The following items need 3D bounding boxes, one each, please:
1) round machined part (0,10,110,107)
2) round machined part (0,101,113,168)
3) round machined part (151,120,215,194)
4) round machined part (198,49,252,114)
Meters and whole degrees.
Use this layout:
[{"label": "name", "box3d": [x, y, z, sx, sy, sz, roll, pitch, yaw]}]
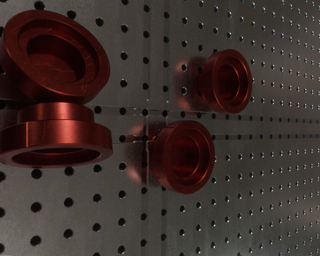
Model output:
[{"label": "round machined part", "box3d": [-0.102, -0.061, 0.297, 0.099, 0.042, 0.098, 23, 48, -28]}, {"label": "round machined part", "box3d": [-0.095, 0.007, 0.287, 0.099, 0.098, 0.042, 7, 68, -40]}, {"label": "round machined part", "box3d": [0.027, 0.038, 0.423, 0.099, 0.042, 0.097, 0, 90, -40]}, {"label": "round machined part", "box3d": [0.098, -0.070, 0.483, 0.099, 0.042, 0.097, 0, 90, -40]}]
